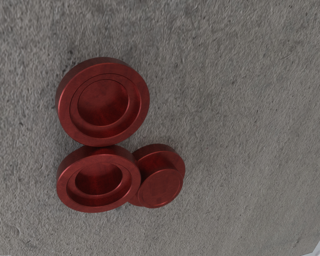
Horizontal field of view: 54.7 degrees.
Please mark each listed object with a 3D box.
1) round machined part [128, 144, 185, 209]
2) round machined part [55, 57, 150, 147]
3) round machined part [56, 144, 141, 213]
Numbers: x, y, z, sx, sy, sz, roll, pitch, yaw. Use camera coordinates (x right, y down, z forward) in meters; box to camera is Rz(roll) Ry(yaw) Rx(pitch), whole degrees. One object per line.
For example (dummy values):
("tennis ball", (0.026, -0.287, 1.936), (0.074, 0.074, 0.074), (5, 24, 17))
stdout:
("round machined part", (-0.007, 0.074, 0.438), (0.099, 0.042, 0.097), (-14, 124, -21))
("round machined part", (-0.064, -0.031, 0.341), (0.099, 0.042, 0.097), (-14, 124, -21))
("round machined part", (-0.076, 0.056, 0.381), (0.099, 0.042, 0.097), (-9, 128, -12))
